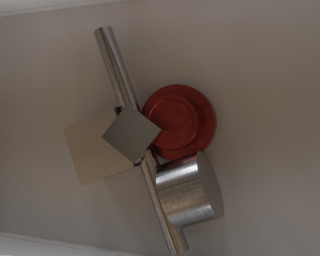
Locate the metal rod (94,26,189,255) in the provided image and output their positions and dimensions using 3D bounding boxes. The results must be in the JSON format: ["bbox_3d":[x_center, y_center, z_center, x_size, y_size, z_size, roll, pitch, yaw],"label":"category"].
[{"bbox_3d":[-0.026,0.011,0.395,0.025,0.025,0.299,-22,83,18],"label":"metal rod"}]

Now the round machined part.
[{"bbox_3d":[0.019,-0.007,0.392,0.098,0.042,0.097,0,90,19],"label":"round machined part"}]

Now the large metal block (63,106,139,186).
[{"bbox_3d":[-0.072,0.024,0.417,0.080,0.050,0.080,-21,83,18],"label":"large metal block"}]

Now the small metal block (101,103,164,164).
[{"bbox_3d":[-0.032,0.007,0.368,0.050,0.025,0.050,38,91,8],"label":"small metal block"}]

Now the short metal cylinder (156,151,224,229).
[{"bbox_3d":[0.037,0.073,0.366,0.050,0.080,0.080,-22,83,18],"label":"short metal cylinder"}]
